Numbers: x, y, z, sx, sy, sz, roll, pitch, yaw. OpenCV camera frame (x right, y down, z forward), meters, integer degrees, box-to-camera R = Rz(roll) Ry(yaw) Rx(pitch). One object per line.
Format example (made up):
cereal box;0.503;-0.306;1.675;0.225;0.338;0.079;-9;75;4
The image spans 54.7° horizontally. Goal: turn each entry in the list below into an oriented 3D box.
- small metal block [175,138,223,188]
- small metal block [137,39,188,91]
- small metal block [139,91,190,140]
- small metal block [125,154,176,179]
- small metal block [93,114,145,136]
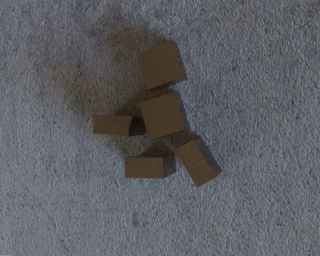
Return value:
small metal block;0.049;0.041;0.378;0.025;0.050;0.050;-34;79;17
small metal block;0.004;-0.081;0.408;0.050;0.025;0.050;-19;84;19
small metal block;0.007;-0.015;0.407;0.050;0.025;0.050;-18;84;19
small metal block;-0.011;0.048;0.400;0.050;0.050;0.025;-2;90;20
small metal block;-0.053;-0.004;0.414;0.050;0.050;0.025;4;91;20
